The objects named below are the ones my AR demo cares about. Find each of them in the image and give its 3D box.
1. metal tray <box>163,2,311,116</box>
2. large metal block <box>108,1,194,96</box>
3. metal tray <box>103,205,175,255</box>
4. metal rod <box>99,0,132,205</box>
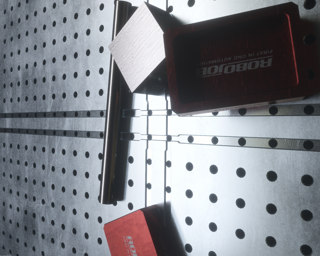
[{"bbox_3d":[0.073,-0.065,0.313,0.130,0.030,0.089,-7,85,16],"label":"metal tray"},{"bbox_3d":[-0.012,-0.100,0.403,0.080,0.050,0.080,-42,65,32],"label":"large metal block"},{"bbox_3d":[-0.023,0.182,0.425,0.090,0.030,0.130,-32,70,35],"label":"metal tray"},{"bbox_3d":[-0.067,-0.034,0.464,0.025,0.025,0.298,9,96,39],"label":"metal rod"}]
